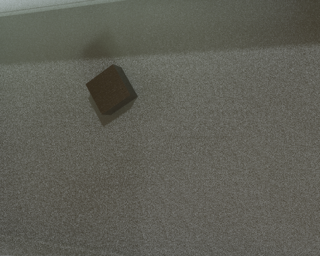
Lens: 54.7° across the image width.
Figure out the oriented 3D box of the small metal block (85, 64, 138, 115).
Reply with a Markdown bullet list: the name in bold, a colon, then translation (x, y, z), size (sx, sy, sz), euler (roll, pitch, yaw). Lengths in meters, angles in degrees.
- **small metal block**: translation (-0.068, -0.053, 0.433), size (0.050, 0.025, 0.050), euler (-32, 80, 16)
